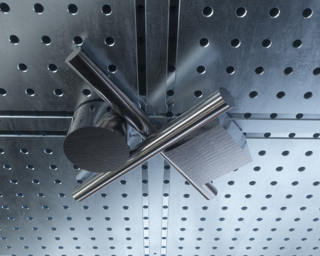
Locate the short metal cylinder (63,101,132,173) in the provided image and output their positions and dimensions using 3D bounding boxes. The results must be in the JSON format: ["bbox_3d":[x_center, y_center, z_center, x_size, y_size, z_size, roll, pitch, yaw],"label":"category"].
[{"bbox_3d":[-0.078,0.013,0.400,0.081,0.050,0.079,0,130,0],"label":"short metal cylinder"}]

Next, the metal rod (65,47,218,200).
[{"bbox_3d":[-0.006,0.012,0.416,0.025,0.025,0.300,-29,125,22],"label":"metal rod"}]

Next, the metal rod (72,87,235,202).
[{"bbox_3d":[-0.030,0.037,0.410,0.025,0.025,0.299,35,130,-26],"label":"metal rod"}]

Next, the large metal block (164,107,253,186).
[{"bbox_3d":[0.062,0.022,0.408,0.080,0.050,0.080,-31,124,23],"label":"large metal block"}]
